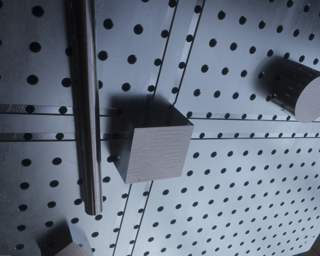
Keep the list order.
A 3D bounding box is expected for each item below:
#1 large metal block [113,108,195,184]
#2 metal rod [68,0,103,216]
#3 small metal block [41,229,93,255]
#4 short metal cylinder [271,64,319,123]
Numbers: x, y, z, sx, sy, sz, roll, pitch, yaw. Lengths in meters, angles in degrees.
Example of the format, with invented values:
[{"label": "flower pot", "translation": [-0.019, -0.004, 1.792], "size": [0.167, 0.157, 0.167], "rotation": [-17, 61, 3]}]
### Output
[{"label": "large metal block", "translation": [-0.011, 0.021, 0.404], "size": [0.081, 0.050, 0.079], "rotation": [-3, 120, -27]}, {"label": "metal rod", "translation": [-0.082, -0.016, 0.357], "size": [0.025, 0.025, 0.298], "rotation": [-10, 123, -23]}, {"label": "small metal block", "translation": [-0.135, 0.182, 0.451], "size": [0.050, 0.025, 0.050], "rotation": [-37, 130, -4]}, {"label": "short metal cylinder", "translation": [0.225, -0.054, 0.487], "size": [0.081, 0.050, 0.079], "rotation": [-14, 125, -21]}]
